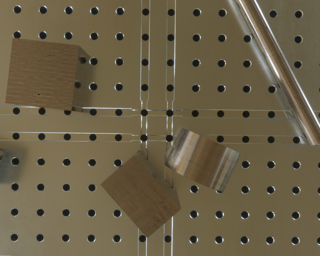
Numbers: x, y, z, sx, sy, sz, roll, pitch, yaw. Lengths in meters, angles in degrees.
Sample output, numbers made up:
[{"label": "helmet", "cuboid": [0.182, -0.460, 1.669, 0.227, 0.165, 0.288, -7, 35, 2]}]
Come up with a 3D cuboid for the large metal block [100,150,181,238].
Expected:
[{"label": "large metal block", "cuboid": [-0.021, 0.077, 0.386, 0.050, 0.080, 0.080, -41, 90, 0]}]

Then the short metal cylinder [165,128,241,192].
[{"label": "short metal cylinder", "cuboid": [0.053, 0.038, 0.386, 0.080, 0.080, 0.050, 24, 90, 0]}]

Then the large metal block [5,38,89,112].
[{"label": "large metal block", "cuboid": [-0.143, -0.065, 0.400, 0.080, 0.050, 0.080, 7, 90, 0]}]

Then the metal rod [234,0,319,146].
[{"label": "metal rod", "cuboid": [0.143, -0.115, 0.414, 0.025, 0.025, 0.299, -27, 90, 0]}]

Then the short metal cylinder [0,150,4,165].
[{"label": "short metal cylinder", "cuboid": [-0.245, 0.047, 0.384, 0.080, 0.080, 0.050, 17, 90, 0]}]
